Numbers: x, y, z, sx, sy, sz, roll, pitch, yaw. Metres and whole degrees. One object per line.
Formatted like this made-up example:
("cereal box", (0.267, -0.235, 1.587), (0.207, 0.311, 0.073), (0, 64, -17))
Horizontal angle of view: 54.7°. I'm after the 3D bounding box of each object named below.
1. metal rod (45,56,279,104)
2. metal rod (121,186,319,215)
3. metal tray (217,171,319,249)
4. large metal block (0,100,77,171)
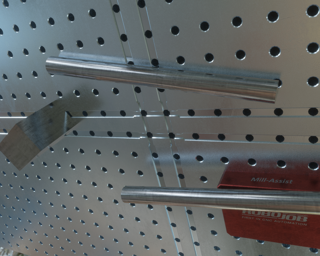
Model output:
("metal rod", (-0.015, -0.063, 0.379), (0.301, 0.025, 0.025), (11, 123, 22))
("metal rod", (0.079, 0.088, 0.384), (0.300, 0.025, 0.025), (-5, 116, 30))
("metal tray", (0.146, 0.103, 0.395), (0.130, 0.030, 0.089), (-1, 118, 28))
("large metal block", (-0.191, 0.012, 0.484), (0.080, 0.080, 0.050), (-34, 99, 38))
